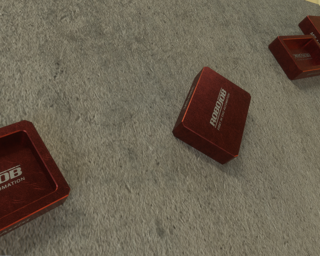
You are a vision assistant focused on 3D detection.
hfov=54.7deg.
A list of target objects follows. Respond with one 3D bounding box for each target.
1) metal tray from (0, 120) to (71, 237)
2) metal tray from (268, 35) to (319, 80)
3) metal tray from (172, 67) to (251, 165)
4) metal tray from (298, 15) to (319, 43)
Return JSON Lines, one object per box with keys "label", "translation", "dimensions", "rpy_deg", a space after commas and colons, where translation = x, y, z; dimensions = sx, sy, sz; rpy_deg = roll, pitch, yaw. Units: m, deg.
{"label": "metal tray", "translation": [-0.162, 0.055, 0.279], "dimensions": [0.131, 0.030, 0.090], "rpy_deg": [-25, 76, -37]}
{"label": "metal tray", "translation": [0.299, -0.151, 0.653], "dimensions": [0.131, 0.030, 0.090], "rpy_deg": [-13, 69, -34]}
{"label": "metal tray", "translation": [0.081, -0.022, 0.457], "dimensions": [0.090, 0.030, 0.130], "rpy_deg": [31, 52, -8]}
{"label": "metal tray", "translation": [0.402, -0.211, 0.745], "dimensions": [0.091, 0.030, 0.130], "rpy_deg": [-11, 67, -33]}
